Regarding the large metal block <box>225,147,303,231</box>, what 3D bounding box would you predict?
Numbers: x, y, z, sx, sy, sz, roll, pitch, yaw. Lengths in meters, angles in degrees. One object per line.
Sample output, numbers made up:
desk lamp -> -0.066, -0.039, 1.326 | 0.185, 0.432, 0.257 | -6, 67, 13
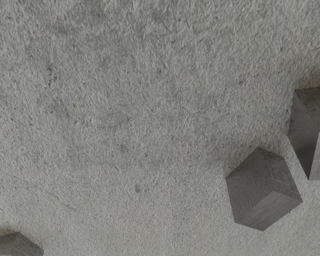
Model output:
large metal block -> 0.145, 0.088, 0.448 | 0.050, 0.080, 0.080 | 22, 127, -18

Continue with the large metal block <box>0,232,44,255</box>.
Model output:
large metal block -> -0.291, 0.253, 0.603 | 0.080, 0.050, 0.080 | -18, 128, 15

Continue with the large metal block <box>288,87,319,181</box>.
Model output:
large metal block -> 0.198, 0.005, 0.377 | 0.050, 0.080, 0.080 | -7, 130, 6
